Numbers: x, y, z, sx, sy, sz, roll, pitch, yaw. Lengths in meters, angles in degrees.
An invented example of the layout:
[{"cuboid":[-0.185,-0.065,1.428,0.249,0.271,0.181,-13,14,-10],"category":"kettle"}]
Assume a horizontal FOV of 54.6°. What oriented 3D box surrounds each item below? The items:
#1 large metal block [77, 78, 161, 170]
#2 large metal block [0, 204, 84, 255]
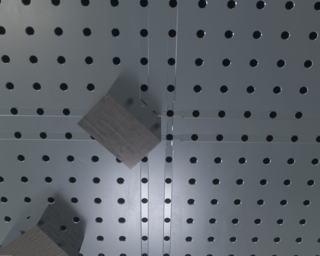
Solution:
[{"cuboid":[-0.045,-0.009,0.381,0.080,0.080,0.050,43,105,-14],"category":"large metal block"},{"cuboid":[-0.176,0.176,0.463,0.080,0.050,0.080,-35,107,12],"category":"large metal block"}]
